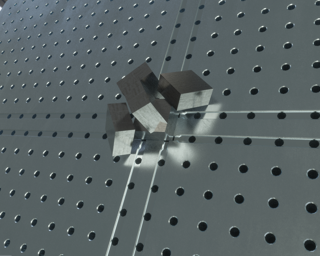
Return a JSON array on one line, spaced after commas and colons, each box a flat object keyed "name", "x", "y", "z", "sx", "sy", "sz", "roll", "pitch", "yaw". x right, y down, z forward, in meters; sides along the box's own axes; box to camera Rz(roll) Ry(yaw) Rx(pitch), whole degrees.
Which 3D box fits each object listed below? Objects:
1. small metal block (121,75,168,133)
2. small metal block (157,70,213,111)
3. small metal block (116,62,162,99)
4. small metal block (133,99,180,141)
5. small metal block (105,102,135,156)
[{"name": "small metal block", "x": -0.020, "y": -0.029, "z": 0.389, "sx": 0.025, "sy": 0.050, "sz": 0.050, "roll": -31, "pitch": 52, "yaw": 8}, {"name": "small metal block", "x": 0.032, "y": -0.051, "z": 0.406, "sx": 0.050, "sy": 0.025, "sz": 0.050, "roll": -13, "pitch": 44, "yaw": -29}, {"name": "small metal block", "x": -0.025, "y": -0.057, "z": 0.442, "sx": 0.050, "sy": 0.050, "sz": 0.025, "roll": -35, "pitch": 51, "yaw": 5}, {"name": "small metal block", "x": -0.005, "y": -0.012, "z": 0.419, "sx": 0.050, "sy": 0.025, "sz": 0.050, "roll": 1, "pitch": 62, "yaw": 27}, {"name": "small metal block", "x": -0.055, "y": 0.002, "z": 0.417, "sx": 0.025, "sy": 0.050, "sz": 0.050, "roll": -6, "pitch": 50, "yaw": -20}]
